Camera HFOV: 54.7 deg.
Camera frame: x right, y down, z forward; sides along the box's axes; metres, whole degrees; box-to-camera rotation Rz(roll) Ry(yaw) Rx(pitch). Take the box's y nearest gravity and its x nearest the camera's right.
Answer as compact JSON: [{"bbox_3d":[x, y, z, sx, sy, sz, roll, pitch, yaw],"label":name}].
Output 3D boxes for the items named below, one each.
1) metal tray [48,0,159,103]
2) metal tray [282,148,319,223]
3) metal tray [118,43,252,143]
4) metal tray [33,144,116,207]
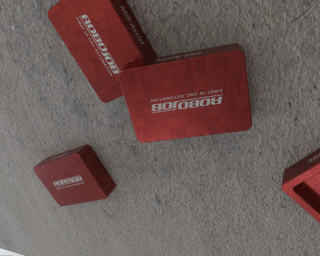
[{"bbox_3d":[-0.066,-0.103,0.374,0.090,0.030,0.130,-20,108,35],"label":"metal tray"},{"bbox_3d":[0.209,0.053,0.325,0.090,0.030,0.129,42,129,-1],"label":"metal tray"},{"bbox_3d":[0.030,-0.035,0.342,0.130,0.030,0.089,-7,117,13],"label":"metal tray"},{"bbox_3d":[-0.149,0.086,0.535,0.130,0.030,0.090,-18,109,35],"label":"metal tray"}]
